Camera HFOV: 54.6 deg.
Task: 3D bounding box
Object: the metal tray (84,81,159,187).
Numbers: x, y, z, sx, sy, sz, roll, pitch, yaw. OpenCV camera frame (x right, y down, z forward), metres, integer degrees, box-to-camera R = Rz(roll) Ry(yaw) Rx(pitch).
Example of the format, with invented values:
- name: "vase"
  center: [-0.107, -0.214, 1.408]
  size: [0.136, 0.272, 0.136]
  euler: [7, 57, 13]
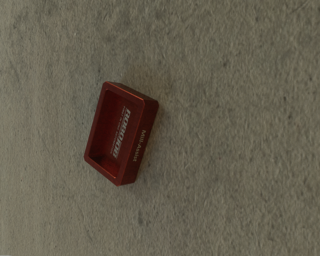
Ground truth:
- name: "metal tray"
  center: [-0.060, 0.007, 0.452]
  size: [0.090, 0.030, 0.129]
  euler: [29, 108, 36]
